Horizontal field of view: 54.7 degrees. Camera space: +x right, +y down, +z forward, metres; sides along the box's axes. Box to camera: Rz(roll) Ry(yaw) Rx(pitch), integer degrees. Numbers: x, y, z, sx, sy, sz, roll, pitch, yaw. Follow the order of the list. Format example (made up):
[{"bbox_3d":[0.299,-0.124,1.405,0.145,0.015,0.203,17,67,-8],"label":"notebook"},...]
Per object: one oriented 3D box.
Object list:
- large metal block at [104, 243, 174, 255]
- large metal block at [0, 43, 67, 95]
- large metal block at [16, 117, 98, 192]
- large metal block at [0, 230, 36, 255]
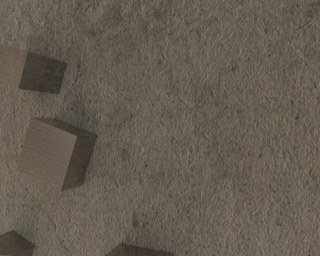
[{"bbox_3d":[-0.033,0.191,0.391,0.080,0.080,0.050,3,91,20],"label":"large metal block"},{"bbox_3d":[-0.199,-0.087,0.450,0.080,0.080,0.050,19,97,19],"label":"large metal block"},{"bbox_3d":[-0.148,0.035,0.448,0.080,0.050,0.080,20,97,19],"label":"large metal block"},{"bbox_3d":[-0.249,0.214,0.468,0.050,0.080,0.080,25,98,18],"label":"large metal block"}]
